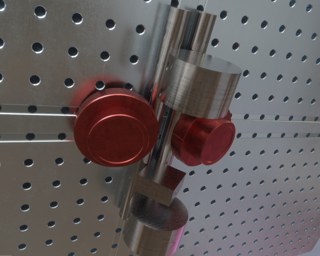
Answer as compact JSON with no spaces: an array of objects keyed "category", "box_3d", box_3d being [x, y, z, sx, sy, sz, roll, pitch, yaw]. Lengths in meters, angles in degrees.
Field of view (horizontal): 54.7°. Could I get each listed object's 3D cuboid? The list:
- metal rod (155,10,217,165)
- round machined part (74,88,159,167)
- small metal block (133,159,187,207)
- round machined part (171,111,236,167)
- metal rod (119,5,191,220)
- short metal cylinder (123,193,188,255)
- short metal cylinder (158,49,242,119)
[{"category":"metal rod","box_3d":[0.018,-0.002,0.418,0.025,0.025,0.298,1,118,-29]},{"category":"round machined part","box_3d":[-0.049,0.006,0.361,0.099,0.042,0.097,-6,119,-10]},{"category":"small metal block","box_3d":[0.001,0.071,0.409,0.050,0.050,0.025,-39,148,-61]},{"category":"round machined part","box_3d":[0.065,0.012,0.426,0.099,0.042,0.097,-26,134,-30]},{"category":"metal rod","box_3d":[-0.013,-0.001,0.402,0.025,0.025,0.298,1,118,-29]},{"category":"short metal cylinder","box_3d":[-0.007,0.130,0.424,0.081,0.080,0.050,1,118,-29]},{"category":"short metal cylinder","box_3d":[0.042,-0.050,0.339,0.081,0.080,0.050,1,118,-29]}]
